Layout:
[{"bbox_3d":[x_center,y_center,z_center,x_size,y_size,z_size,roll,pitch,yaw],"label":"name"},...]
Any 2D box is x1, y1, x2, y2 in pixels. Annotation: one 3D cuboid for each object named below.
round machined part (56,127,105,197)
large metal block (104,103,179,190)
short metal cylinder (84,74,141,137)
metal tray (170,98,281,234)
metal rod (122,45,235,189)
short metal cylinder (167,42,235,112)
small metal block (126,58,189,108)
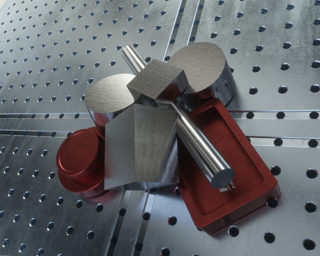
[{"bbox_3d":[-0.100,0.040,0.420,0.098,0.042,0.098,-13,56,21],"label":"round machined part"},{"bbox_3d":[-0.024,0.026,0.350,0.080,0.050,0.080,-27,60,55],"label":"large metal block"},{"bbox_3d":[-0.055,-0.029,0.420,0.080,0.050,0.080,-8,44,9],"label":"short metal cylinder"},{"bbox_3d":[0.058,0.037,0.347,0.090,0.030,0.130,-31,52,7],"label":"metal tray"},{"bbox_3d":[0.004,-0.038,0.393,0.025,0.025,0.300,-37,42,4],"label":"metal rod"},{"bbox_3d":[0.051,-0.063,0.400,0.080,0.050,0.080,-13,56,21],"label":"short metal cylinder"},{"bbox_3d":[-0.003,-0.051,0.368,0.050,0.025,0.050,30,70,38],"label":"small metal block"}]
